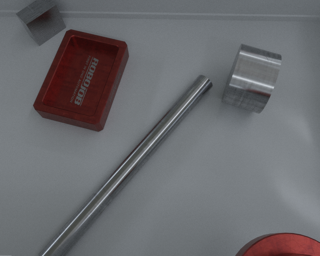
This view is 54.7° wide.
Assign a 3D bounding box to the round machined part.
[{"bbox_3d":[0.101,0.129,0.230,0.099,0.042,0.098,0,70,-1],"label":"round machined part"}]

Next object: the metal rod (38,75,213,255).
[{"bbox_3d":[-0.033,0.043,0.393,0.025,0.025,0.301,38,74,12],"label":"metal rod"}]

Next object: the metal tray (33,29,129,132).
[{"bbox_3d":[-0.105,-0.068,0.430,0.090,0.030,0.130,14,70,4],"label":"metal tray"}]

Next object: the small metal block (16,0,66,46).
[{"bbox_3d":[-0.171,-0.156,0.451,0.050,0.050,0.025,-41,76,-14],"label":"small metal block"}]

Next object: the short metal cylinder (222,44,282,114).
[{"bbox_3d":[0.118,-0.064,0.405,0.050,0.080,0.080,18,71,6],"label":"short metal cylinder"}]
